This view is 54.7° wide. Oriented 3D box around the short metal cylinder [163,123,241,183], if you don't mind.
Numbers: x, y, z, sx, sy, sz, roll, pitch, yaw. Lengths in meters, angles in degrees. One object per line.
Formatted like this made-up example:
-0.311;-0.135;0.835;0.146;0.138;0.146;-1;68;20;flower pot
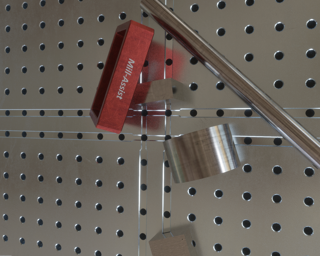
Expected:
0.049;0.030;0.366;0.080;0.080;0.050;-17;84;19;short metal cylinder

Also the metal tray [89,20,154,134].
-0.053;-0.066;0.396;0.030;0.090;0.129;17;97;-21;metal tray

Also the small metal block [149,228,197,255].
0.019;0.165;0.405;0.050;0.025;0.050;-18;84;18;small metal block

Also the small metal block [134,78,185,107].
-0.001;-0.045;0.399;0.050;0.050;0.025;-7;88;19;small metal block

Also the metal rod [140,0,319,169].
0.084;-0.067;0.382;0.300;0.025;0.025;46;104;14;metal rod
